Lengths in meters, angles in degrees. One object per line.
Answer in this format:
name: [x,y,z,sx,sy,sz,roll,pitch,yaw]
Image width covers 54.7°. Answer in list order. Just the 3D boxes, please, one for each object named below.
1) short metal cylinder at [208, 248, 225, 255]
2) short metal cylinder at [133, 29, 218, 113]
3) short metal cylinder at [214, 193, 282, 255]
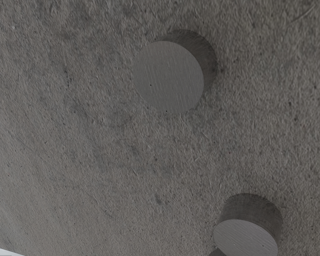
short metal cylinder: [0.105,0.224,0.454,0.080,0.080,0.050,10,123,23]
short metal cylinder: [0.018,-0.063,0.342,0.080,0.050,0.079,13,124,21]
short metal cylinder: [0.117,0.134,0.412,0.080,0.050,0.079,13,124,21]
